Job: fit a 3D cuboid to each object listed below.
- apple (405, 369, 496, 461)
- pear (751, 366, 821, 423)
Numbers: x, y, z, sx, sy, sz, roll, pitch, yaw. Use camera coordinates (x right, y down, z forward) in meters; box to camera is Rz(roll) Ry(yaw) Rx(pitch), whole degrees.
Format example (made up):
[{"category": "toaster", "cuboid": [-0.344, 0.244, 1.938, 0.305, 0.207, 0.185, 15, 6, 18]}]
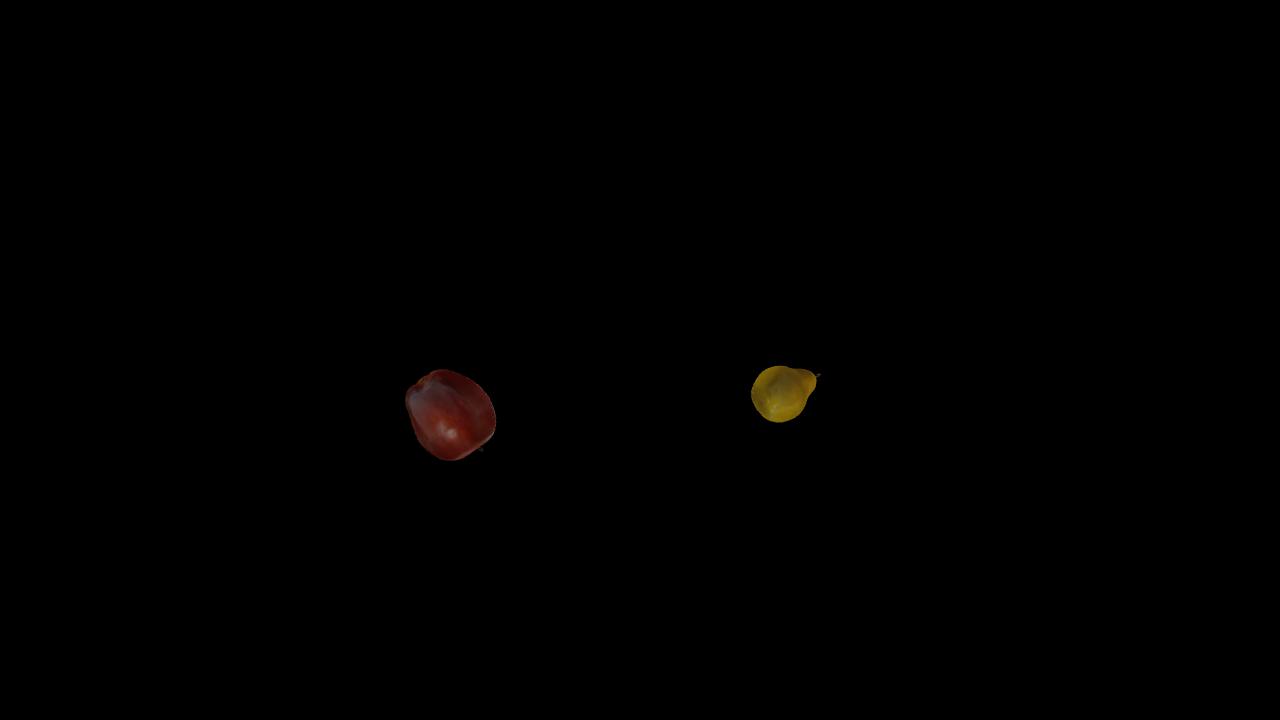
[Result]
[{"category": "apple", "cuboid": [-0.185, 0.055, 0.605, 0.079, 0.093, 0.079, -32, 13, 8]}, {"category": "pear", "cuboid": [0.210, 0.038, 0.841, 0.111, 0.080, 0.080, -25, 6, -13]}]
